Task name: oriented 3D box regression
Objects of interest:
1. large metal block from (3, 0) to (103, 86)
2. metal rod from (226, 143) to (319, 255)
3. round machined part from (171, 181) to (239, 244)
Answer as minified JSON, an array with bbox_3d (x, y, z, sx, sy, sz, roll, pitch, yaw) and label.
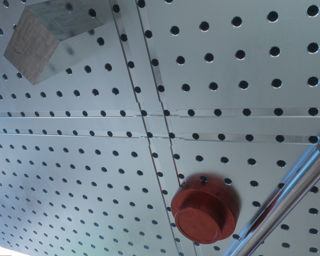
[{"bbox_3d":[-0.129,-0.107,0.377,0.050,0.080,0.080,47,129,-5],"label":"large metal block"},{"bbox_3d":[0.139,0.136,0.422,0.025,0.025,0.298,28,128,10],"label":"metal rod"},{"bbox_3d":[0.060,0.128,0.448,0.098,0.042,0.097,13,124,21],"label":"round machined part"}]
